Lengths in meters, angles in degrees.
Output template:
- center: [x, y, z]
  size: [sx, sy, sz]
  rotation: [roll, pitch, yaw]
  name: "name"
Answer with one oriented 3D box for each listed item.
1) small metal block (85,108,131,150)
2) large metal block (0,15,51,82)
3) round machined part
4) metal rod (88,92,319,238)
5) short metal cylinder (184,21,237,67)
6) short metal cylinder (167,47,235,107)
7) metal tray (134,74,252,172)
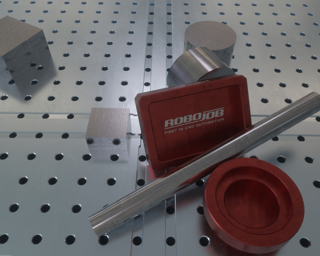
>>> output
- center: [-0.067, 0.000, 0.407]
  size: [0.050, 0.025, 0.050]
  rotation: [1, 50, 1]
  name: "small metal block"
- center: [-0.240, -0.129, 0.498]
  size: [0.080, 0.050, 0.080]
  rotation: [25, 54, 19]
  name: "large metal block"
- center: [0.095, 0.083, 0.327]
  size: [0.099, 0.042, 0.098]
  rotation: [0, 50, 0]
  name: "round machined part"
- center: [0.063, 0.035, 0.352]
  size: [0.302, 0.025, 0.025]
  rotation: [-27, 55, -12]
  name: "metal rod"
- center: [0.079, -0.129, 0.501]
  size: [0.081, 0.050, 0.080]
  rotation: [0, 50, 0]
  name: "short metal cylinder"
- center: [0.056, -0.063, 0.424]
  size: [0.081, 0.080, 0.050]
  rotation: [-22, 52, -18]
  name: "short metal cylinder"
- center: [0.043, -0.008, 0.372]
  size: [0.131, 0.089, 0.030]
  rotation: [-13, 15, -11]
  name: "metal tray"
